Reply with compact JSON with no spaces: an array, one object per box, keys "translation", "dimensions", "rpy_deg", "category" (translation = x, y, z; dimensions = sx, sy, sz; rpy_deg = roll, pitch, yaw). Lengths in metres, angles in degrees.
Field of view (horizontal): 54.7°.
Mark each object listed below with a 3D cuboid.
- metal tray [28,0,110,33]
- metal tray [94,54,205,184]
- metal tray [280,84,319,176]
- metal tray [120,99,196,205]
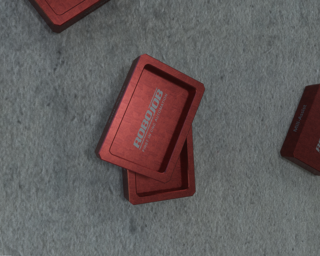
[{"translation":[-0.099,-0.187,0.369],"dimensions":[0.130,0.030,0.090],"rpy_deg":[-40,103,-16],"category":"metal tray"},{"translation":[-0.010,-0.010,0.370],"dimensions":[0.090,0.030,0.130],"rpy_deg":[24,82,-19],"category":"metal tray"},{"translation":[0.260,0.004,0.505],"dimensions":[0.090,0.030,0.130],"rpy_deg":[28,81,-18],"category":"metal tray"},{"translation":[-0.003,0.028,0.406],"dimensions":[0.091,0.030,0.129],"rpy_deg":[-4,91,-20],"category":"metal tray"}]
